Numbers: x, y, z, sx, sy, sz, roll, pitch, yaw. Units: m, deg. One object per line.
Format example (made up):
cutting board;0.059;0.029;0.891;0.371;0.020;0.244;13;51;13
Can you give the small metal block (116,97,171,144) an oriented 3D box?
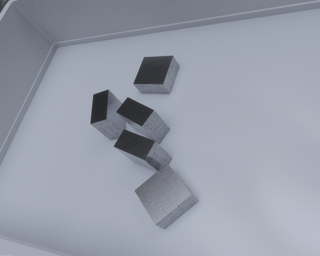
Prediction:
small metal block;-0.021;-0.009;0.407;0.050;0.050;0.025;28;78;37

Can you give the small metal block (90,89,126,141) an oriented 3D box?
small metal block;-0.071;-0.018;0.438;0.025;0.050;0.050;-16;55;20

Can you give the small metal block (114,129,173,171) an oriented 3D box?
small metal block;-0.020;0.030;0.382;0.050;0.050;0.025;19;72;35

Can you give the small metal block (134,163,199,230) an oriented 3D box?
small metal block;0.007;0.078;0.354;0.050;0.025;0.050;-40;51;1

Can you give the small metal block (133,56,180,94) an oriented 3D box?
small metal block;-0.005;-0.078;0.456;0.050;0.025;0.050;5;64;30
